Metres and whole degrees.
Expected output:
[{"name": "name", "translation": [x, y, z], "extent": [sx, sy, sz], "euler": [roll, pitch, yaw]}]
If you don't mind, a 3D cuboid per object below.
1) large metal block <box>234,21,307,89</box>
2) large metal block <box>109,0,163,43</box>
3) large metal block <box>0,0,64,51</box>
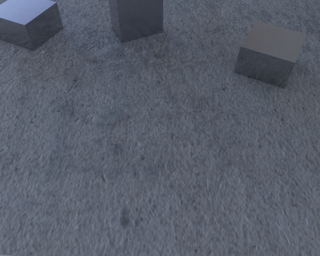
[{"name": "large metal block", "translation": [0.173, -0.117, 0.488], "extent": [0.080, 0.050, 0.080], "euler": [23, 53, 17]}, {"name": "large metal block", "translation": [-0.041, -0.205, 0.539], "extent": [0.081, 0.080, 0.050], "euler": [-19, 53, -16]}, {"name": "large metal block", "translation": [-0.232, -0.187, 0.541], "extent": [0.080, 0.050, 0.080], "euler": [20, 53, 16]}]
